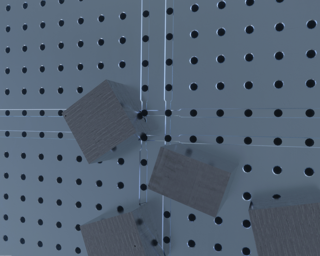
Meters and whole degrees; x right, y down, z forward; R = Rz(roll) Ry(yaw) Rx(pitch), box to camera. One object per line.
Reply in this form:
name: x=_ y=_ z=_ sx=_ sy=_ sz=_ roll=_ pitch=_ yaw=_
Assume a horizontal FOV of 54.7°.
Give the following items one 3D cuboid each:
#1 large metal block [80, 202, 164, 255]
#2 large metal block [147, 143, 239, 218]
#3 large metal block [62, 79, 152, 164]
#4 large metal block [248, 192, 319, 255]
large metal block: x=-0.050 y=0.154 z=0.416 sx=0.080 sy=0.050 sz=0.080 roll=-20 pitch=83 yaw=18
large metal block: x=0.043 y=0.056 z=0.368 sx=0.080 sy=0.080 sz=0.050 roll=20 pitch=97 yaw=18
large metal block: x=-0.072 y=-0.008 z=0.424 sx=0.080 sy=0.050 sz=0.080 roll=-34 pitch=80 yaw=16
large metal block: x=0.150 y=0.121 z=0.346 sx=0.080 sy=0.050 sz=0.080 roll=-12 pitch=86 yaw=19
